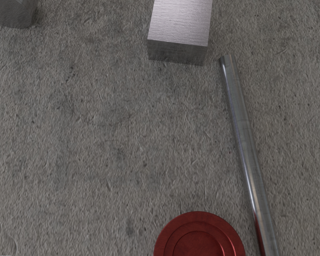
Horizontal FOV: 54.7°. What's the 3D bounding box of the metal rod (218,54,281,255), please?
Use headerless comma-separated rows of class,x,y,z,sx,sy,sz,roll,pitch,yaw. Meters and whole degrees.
metal rod,0.113,0.041,0.394,0.025,0.025,0.299,-6,70,-2

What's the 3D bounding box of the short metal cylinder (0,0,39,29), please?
short metal cylinder,-0.220,-0.190,0.447,0.080,0.080,0.050,8,70,3

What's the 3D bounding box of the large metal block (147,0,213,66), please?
large metal block,0.029,-0.141,0.447,0.080,0.050,0.080,8,70,2

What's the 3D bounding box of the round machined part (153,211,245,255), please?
round machined part,0.042,0.145,0.346,0.099,0.042,0.098,0,70,0
